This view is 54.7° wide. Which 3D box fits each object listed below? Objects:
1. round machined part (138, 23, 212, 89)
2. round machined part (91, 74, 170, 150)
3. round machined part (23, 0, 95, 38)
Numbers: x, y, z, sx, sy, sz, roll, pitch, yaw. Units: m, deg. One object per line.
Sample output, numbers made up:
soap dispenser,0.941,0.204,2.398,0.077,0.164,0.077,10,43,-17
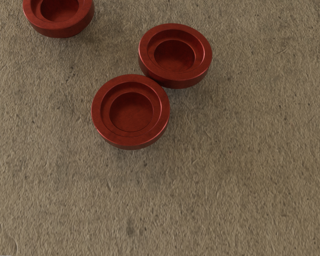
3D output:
round machined part,0.019,-0.094,0.428,0.099,0.042,0.098,3,63,-5
round machined part,-0.037,-0.018,0.405,0.099,0.042,0.098,0,70,0
round machined part,-0.147,-0.174,0.462,0.099,0.042,0.098,0,70,0
